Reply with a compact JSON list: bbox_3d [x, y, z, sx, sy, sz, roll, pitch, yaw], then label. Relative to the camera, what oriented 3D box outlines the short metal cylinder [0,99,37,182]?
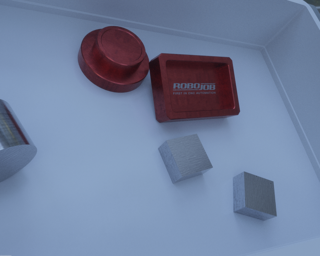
[{"bbox_3d":[-0.160,0.018,0.274,0.081,0.080,0.050,-28,77,-37],"label":"short metal cylinder"}]

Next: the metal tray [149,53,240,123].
[{"bbox_3d":[0.053,-0.057,0.448,0.131,0.030,0.089,-5,85,-31],"label":"metal tray"}]

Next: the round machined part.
[{"bbox_3d":[-0.059,-0.101,0.426,0.099,0.042,0.098,14,56,-21],"label":"round machined part"}]

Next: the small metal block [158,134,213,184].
[{"bbox_3d":[0.033,0.039,0.401,0.050,0.025,0.050,-11,67,-33],"label":"small metal block"}]

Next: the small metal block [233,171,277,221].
[{"bbox_3d":[0.128,0.093,0.420,0.050,0.025,0.050,20,54,-17],"label":"small metal block"}]
